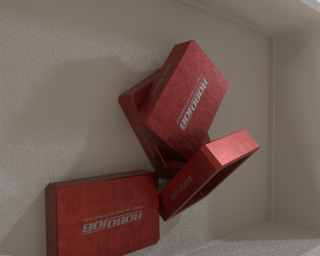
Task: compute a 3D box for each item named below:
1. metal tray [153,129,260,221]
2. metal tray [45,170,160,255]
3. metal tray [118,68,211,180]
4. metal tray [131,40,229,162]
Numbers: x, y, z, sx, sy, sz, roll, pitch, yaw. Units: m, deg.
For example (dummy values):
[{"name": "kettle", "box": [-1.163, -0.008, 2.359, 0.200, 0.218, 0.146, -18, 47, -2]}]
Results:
[{"name": "metal tray", "box": [0.055, 0.061, 0.389, 0.091, 0.129, 0.030, -16, 61, -43]}, {"name": "metal tray", "box": [-0.060, 0.101, 0.355, 0.131, 0.030, 0.089, -2, 92, -40]}, {"name": "metal tray", "box": [0.012, -0.007, 0.415, 0.091, 0.030, 0.129, -40, 115, -33]}, {"name": "metal tray", "box": [0.031, -0.033, 0.391, 0.090, 0.030, 0.130, 42, 65, -32]}]
